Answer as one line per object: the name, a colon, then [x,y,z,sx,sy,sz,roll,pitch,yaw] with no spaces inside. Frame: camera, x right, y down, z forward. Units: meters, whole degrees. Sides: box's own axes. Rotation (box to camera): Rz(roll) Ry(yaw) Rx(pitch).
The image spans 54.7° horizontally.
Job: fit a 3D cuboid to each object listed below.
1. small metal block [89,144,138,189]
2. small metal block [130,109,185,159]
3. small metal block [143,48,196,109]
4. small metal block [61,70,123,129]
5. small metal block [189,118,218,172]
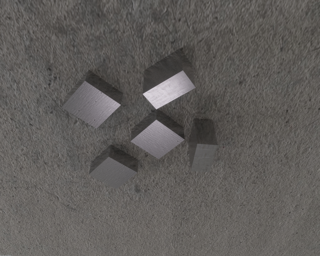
small metal block: [-0.068,0.058,0.456,0.050,0.025,0.050,34,122,-26]
small metal block: [-0.003,0.008,0.414,0.050,0.025,0.050,35,122,-26]
small metal block: [0.009,-0.055,0.344,0.050,0.050,0.025,-28,125,21]
small metal block: [-0.082,-0.034,0.377,0.050,0.025,0.050,34,122,-26]
small metal block: [0.055,0.023,0.411,0.025,0.050,0.050,4,130,-4]
